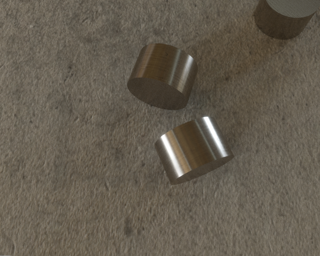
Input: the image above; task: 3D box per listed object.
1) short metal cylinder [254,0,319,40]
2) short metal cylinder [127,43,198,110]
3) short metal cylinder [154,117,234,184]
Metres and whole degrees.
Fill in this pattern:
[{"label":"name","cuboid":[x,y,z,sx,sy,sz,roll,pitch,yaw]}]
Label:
[{"label":"short metal cylinder","cuboid":[0.189,-0.181,0.463,0.081,0.050,0.080,0,70,0]},{"label":"short metal cylinder","cuboid":[0.004,-0.064,0.403,0.080,0.080,0.050,17,71,6]},{"label":"short metal cylinder","cuboid":[0.040,0.028,0.369,0.080,0.080,0.050,-21,72,-8]}]
